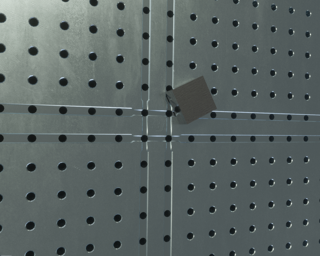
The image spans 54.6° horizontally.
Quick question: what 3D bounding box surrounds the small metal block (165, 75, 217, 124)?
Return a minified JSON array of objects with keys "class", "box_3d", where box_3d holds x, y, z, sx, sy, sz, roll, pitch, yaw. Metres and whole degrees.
[{"class":"small metal block","box_3d":[0.043,-0.038,0.428,0.050,0.025,0.050,-27,99,-18]}]
